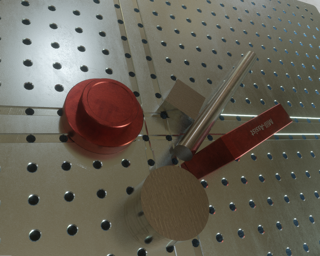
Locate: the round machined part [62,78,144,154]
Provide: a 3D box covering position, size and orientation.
[{"bbox_3d":[-0.065,-0.021,0.376,0.099,0.042,0.098,14,56,-21],"label":"round machined part"}]

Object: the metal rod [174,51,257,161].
[{"bbox_3d":[0.099,-0.051,0.480,0.025,0.025,0.301,41,46,0],"label":"metal rod"}]

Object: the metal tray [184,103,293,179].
[{"bbox_3d":[0.105,0.018,0.413,0.131,0.090,0.030,-24,78,-37],"label":"metal tray"}]

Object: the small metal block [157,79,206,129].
[{"bbox_3d":[0.032,-0.035,0.449,0.050,0.025,0.050,34,51,-6],"label":"small metal block"}]

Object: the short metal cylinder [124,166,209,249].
[{"bbox_3d":[0.007,0.088,0.343,0.081,0.050,0.080,14,56,-21],"label":"short metal cylinder"}]
